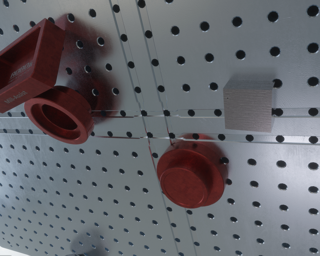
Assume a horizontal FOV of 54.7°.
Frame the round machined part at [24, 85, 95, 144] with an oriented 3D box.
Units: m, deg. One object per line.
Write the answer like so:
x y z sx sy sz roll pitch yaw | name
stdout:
-0.139 -0.023 0.447 0.098 0.042 0.097 16 144 12 | round machined part

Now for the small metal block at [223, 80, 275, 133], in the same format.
0.099 -0.025 0.344 0.050 0.025 0.050 5 121 25 | small metal block

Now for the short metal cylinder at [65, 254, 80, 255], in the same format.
-0.202 0.329 0.686 0.080 0.080 0.050 -3 117 30 | short metal cylinder

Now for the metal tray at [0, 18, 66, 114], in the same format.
-0.185 -0.080 0.418 0.130 0.090 0.030 -17 150 34 | metal tray

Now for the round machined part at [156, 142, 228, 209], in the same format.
0.039 0.071 0.423 0.098 0.042 0.097 13 124 21 | round machined part
